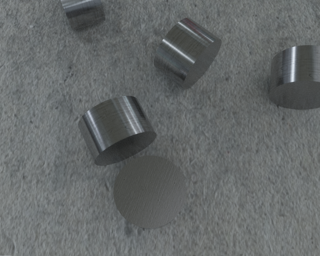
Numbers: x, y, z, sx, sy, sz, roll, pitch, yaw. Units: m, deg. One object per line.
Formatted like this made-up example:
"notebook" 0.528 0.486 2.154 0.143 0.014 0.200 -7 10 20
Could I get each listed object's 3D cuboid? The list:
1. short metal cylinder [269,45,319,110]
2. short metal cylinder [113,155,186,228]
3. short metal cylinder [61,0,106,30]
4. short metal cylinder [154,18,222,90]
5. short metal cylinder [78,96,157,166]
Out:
"short metal cylinder" 0.187 -0.063 0.404 0.080 0.080 0.050 9 70 3
"short metal cylinder" -0.011 0.077 0.366 0.081 0.050 0.080 0 70 0
"short metal cylinder" -0.116 -0.188 0.446 0.050 0.080 0.080 -20 72 -7
"short metal cylinder" 0.037 -0.099 0.416 0.050 0.080 0.080 40 75 13
"short metal cylinder" -0.051 0.005 0.377 0.080 0.080 0.050 -25 72 -9
